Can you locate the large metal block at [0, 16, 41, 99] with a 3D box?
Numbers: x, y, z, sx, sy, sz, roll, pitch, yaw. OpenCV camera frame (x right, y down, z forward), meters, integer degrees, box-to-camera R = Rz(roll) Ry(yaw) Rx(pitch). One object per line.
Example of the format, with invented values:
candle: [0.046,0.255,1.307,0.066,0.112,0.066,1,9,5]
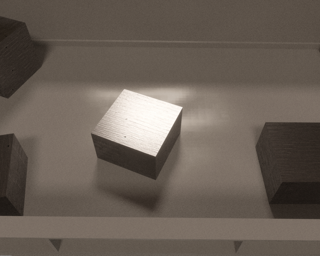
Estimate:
large metal block: [-0.231,-0.104,0.454,0.050,0.080,0.080,18,52,14]

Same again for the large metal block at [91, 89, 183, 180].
large metal block: [-0.025,0.006,0.383,0.080,0.050,0.080,19,52,15]

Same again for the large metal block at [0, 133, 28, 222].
large metal block: [-0.197,0.058,0.338,0.081,0.050,0.080,-9,51,-8]

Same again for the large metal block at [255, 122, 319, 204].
large metal block: [0.164,0.040,0.358,0.081,0.050,0.080,0,50,0]
